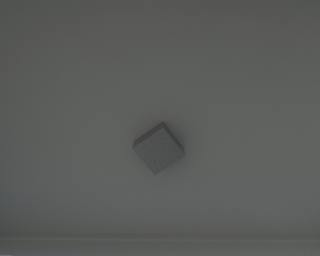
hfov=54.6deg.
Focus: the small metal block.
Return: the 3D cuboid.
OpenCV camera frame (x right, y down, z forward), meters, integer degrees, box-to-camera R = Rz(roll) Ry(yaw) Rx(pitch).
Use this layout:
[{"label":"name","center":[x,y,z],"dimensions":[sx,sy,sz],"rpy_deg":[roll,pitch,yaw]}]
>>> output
[{"label":"small metal block","center":[-0.001,0.028,0.421],"dimensions":[0.050,0.025,0.050],"rpy_deg":[-35,107,12]}]
